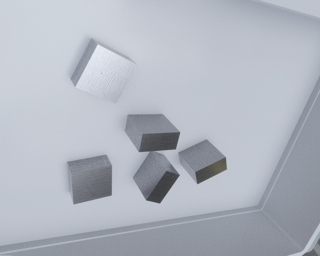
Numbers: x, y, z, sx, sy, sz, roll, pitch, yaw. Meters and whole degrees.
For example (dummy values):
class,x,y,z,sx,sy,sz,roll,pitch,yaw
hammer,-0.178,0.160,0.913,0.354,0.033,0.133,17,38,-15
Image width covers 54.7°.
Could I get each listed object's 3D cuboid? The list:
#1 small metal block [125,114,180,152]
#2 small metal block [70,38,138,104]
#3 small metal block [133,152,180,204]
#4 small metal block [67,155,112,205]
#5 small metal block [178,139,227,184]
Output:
class,x,y,z,sx,sy,sz,roll,pitch,yaw
small metal block,-0.010,0.005,0.390,0.050,0.050,0.025,-2,119,-28
small metal block,-0.061,-0.061,0.337,0.050,0.025,0.050,21,107,-36
small metal block,-0.006,0.067,0.431,0.025,0.050,0.050,24,105,-37
small metal block,-0.090,0.066,0.400,0.050,0.025,0.050,-9,122,-24
small metal block,0.062,0.048,0.456,0.050,0.050,0.025,-24,127,-14
